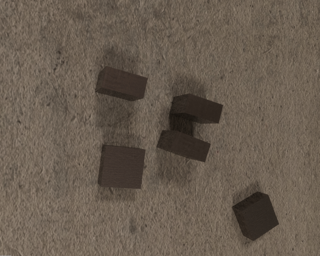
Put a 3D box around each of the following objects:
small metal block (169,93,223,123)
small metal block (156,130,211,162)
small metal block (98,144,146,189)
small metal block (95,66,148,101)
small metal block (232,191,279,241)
[{"bbox_3d":[0.047,-0.025,0.414,0.050,0.050,0.025,16,85,-20],"label":"small metal block"},{"bbox_3d":[0.030,0.023,0.408,0.050,0.050,0.025,21,83,-19],"label":"small metal block"},{"bbox_3d":[-0.049,0.049,0.392,0.050,0.025,0.050,8,88,-20],"label":"small metal block"},{"bbox_3d":[-0.049,-0.052,0.378,0.050,0.050,0.025,13,86,-20],"label":"small metal block"},{"bbox_3d":[0.143,0.131,0.464,0.050,0.025,0.050,-25,99,-19],"label":"small metal block"}]
